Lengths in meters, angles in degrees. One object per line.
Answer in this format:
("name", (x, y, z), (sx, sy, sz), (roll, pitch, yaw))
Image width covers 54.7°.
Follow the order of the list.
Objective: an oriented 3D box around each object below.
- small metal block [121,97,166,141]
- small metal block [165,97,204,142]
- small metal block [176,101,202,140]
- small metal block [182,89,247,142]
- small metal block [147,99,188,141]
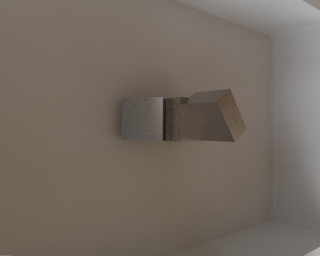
("small metal block", (-0.017, -0.010, 0.370), (0.025, 0.050, 0.050), (2, 89, -74))
("small metal block", (0.034, -0.009, 0.366), (0.050, 0.025, 0.050), (1, 89, -40))
("small metal block", (0.038, -0.009, 0.417), (0.025, 0.050, 0.050), (1, 90, -6))
("small metal block", (0.059, -0.013, 0.339), (0.025, 0.050, 0.050), (-42, 116, -31))
("small metal block", (0.009, -0.009, 0.395), (0.025, 0.050, 0.050), (1, 89, -40))
